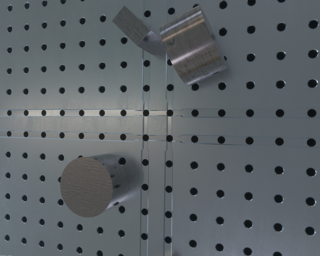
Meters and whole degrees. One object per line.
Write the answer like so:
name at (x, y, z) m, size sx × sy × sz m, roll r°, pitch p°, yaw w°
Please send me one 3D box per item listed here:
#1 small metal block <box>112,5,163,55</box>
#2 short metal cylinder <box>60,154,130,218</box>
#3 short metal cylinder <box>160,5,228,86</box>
small metal block at (-0.028, -0.128, 0.409) m, size 0.050 × 0.050 × 0.025 m, roll 47°, pitch 104°, yaw 14°
short metal cylinder at (-0.089, 0.078, 0.431) m, size 0.080 × 0.050 × 0.079 m, roll 0°, pitch 90°, yaw 20°
short metal cylinder at (0.041, -0.097, 0.369) m, size 0.050 × 0.080 × 0.080 m, roll -23°, pitch 82°, yaw 18°
